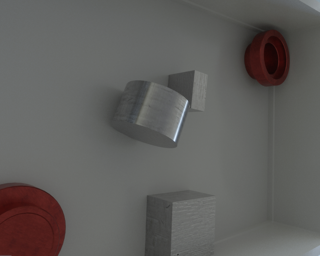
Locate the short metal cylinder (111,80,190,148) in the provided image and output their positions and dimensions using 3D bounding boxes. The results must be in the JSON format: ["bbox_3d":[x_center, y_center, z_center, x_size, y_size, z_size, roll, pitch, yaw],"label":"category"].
[{"bbox_3d":[-0.011,-0.014,0.364,0.080,0.080,0.050,30,71,-36],"label":"short metal cylinder"}]

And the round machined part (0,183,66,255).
[{"bbox_3d":[-0.133,0.102,0.285,0.099,0.042,0.097,0,90,-40],"label":"round machined part"}]

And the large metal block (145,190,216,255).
[{"bbox_3d":[0.028,0.131,0.417,0.081,0.050,0.080,3,88,-40],"label":"large metal block"}]

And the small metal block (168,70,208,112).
[{"bbox_3d":[0.035,-0.048,0.422,0.025,0.050,0.050,10,84,-40],"label":"small metal block"}]

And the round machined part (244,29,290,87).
[{"bbox_3d":[0.189,-0.123,0.557,0.099,0.042,0.097,0,91,-40],"label":"round machined part"}]
